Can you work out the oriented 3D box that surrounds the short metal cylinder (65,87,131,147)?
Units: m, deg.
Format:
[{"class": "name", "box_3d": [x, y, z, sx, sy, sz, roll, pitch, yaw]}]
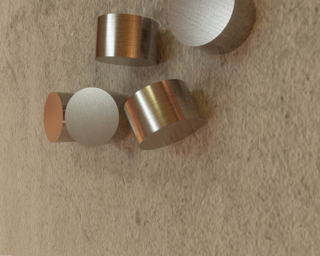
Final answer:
[{"class": "short metal cylinder", "box_3d": [-0.085, -0.015, 0.439, 0.080, 0.050, 0.079, 0, 91, 16]}]

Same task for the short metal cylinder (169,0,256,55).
[{"class": "short metal cylinder", "box_3d": [0.057, -0.125, 0.341, 0.080, 0.050, 0.079, 0, 90, 39]}]

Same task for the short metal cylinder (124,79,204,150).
[{"class": "short metal cylinder", "box_3d": [0.004, -0.014, 0.364, 0.080, 0.081, 0.050, -36, 68, 34]}]

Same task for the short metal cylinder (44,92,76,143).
[{"class": "short metal cylinder", "box_3d": [-0.148, -0.017, 0.499, 0.080, 0.050, 0.079, 0, 90, 50]}]

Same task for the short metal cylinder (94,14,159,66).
[{"class": "short metal cylinder", "box_3d": [-0.043, -0.111, 0.402, 0.080, 0.081, 0.050, 6, 94, 39]}]
